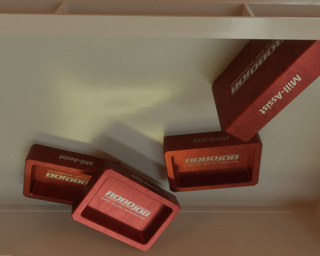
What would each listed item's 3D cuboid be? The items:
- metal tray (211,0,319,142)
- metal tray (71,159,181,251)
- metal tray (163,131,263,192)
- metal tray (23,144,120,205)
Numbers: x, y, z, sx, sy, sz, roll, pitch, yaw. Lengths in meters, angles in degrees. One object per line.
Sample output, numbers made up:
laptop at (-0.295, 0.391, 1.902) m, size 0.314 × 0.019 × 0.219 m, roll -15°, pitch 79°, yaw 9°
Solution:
metal tray at (0.109, -0.059, 0.317) m, size 0.030 × 0.090 × 0.129 m, roll 26°, pitch 126°, yaw -20°
metal tray at (-0.047, 0.114, 0.446) m, size 0.130 × 0.030 × 0.090 m, roll 33°, pitch 99°, yaw -22°
metal tray at (0.075, 0.049, 0.447) m, size 0.131 × 0.030 × 0.089 m, roll -6°, pitch 130°, yaw 4°
metal tray at (-0.134, 0.079, 0.471) m, size 0.131 × 0.030 × 0.089 m, roll 14°, pitch 129°, yaw -12°
